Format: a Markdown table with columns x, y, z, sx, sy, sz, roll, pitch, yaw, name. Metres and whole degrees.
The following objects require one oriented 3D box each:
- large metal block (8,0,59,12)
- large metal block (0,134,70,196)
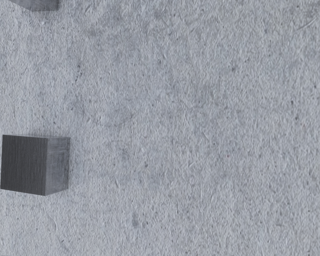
| x | y | z | sx | sy | sz | roll | pitch | yaw | name |
| --- | --- | --- | --- | --- | --- | --- | --- | --- | --- |
| -0.191 | -0.223 | 0.447 | 0.050 | 0.080 | 0.079 | 6 | 92 | 20 | large metal block |
| -0.185 | 0.051 | 0.461 | 0.080 | 0.050 | 0.079 | 3 | 91 | 20 | large metal block |
